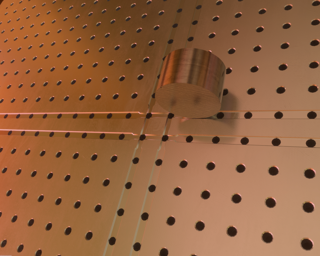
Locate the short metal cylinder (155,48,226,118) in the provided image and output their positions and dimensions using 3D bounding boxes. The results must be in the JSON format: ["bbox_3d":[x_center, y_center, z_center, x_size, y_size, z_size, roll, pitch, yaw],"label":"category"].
[{"bbox_3d":[0.039,-0.053,0.384,0.080,0.080,0.050,-1,62,27],"label":"short metal cylinder"}]
